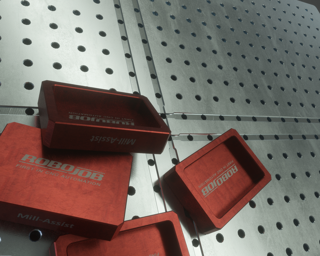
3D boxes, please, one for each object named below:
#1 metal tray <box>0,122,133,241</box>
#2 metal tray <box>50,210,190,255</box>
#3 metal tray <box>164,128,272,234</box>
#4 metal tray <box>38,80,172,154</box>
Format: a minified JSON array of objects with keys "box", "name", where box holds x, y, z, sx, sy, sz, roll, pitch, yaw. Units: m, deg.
[{"box":[-0.097,0.050,0.301,0.131,0.030,0.090,16,41,-12],"name":"metal tray"},{"box":[-0.032,0.140,0.303,0.131,0.030,0.090,-3,63,-30],"name":"metal tray"},{"box":[0.080,0.065,0.410,0.131,0.030,0.090,-28,77,-38],"name":"metal tray"},{"box":[-0.063,-0.012,0.348,0.131,0.030,0.090,6,30,-29],"name":"metal tray"}]
